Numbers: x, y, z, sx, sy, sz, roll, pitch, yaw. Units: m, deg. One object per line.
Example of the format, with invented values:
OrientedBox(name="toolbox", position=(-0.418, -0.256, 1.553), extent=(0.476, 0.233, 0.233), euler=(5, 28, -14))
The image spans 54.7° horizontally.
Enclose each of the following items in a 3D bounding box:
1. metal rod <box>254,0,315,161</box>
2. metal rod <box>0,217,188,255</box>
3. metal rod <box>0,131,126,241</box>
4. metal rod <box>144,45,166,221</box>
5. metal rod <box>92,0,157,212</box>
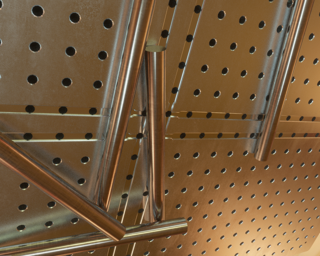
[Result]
OrientedBox(name="metal rod", position=(0.186, -0.077, 0.467), extent=(0.025, 0.025, 0.298), euler=(-10, 123, -23))
OrientedBox(name="metal rod", position=(-0.103, 0.161, 0.436), extent=(0.303, 0.025, 0.025), euler=(-3, 120, -21))
OrientedBox(name="metal rod", position=(-0.138, 0.052, 0.350), extent=(0.025, 0.025, 0.300), euler=(-41, 124, -1))
OrientedBox(name="metal rod", position=(-0.005, 0.036, 0.432), extent=(0.025, 0.025, 0.298), euler=(-14, 124, -21))
OrientedBox(name="metal rod", position=(-0.048, -0.019, 0.374), extent=(0.025, 0.025, 0.298), euler=(1, 118, -29))
